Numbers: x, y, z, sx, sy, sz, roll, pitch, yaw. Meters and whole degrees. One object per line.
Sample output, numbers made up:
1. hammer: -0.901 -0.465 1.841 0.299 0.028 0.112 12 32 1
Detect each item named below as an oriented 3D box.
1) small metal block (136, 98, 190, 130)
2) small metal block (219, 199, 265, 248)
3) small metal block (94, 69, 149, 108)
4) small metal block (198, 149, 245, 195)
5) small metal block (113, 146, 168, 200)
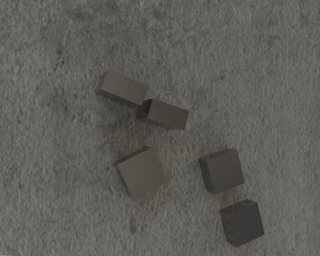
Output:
1. small metal block: 0.002 -0.016 0.398 0.050 0.050 0.025 18 84 -20
2. small metal block: 0.121 0.139 0.456 0.050 0.025 0.050 -16 96 -20
3. small metal block: -0.048 -0.047 0.379 0.050 0.050 0.025 22 83 -19
4. small metal block: 0.088 0.061 0.443 0.050 0.025 0.050 -16 96 -20
5. small metal block: -0.025 0.057 0.401 0.050 0.025 0.050 -26 99 -19
